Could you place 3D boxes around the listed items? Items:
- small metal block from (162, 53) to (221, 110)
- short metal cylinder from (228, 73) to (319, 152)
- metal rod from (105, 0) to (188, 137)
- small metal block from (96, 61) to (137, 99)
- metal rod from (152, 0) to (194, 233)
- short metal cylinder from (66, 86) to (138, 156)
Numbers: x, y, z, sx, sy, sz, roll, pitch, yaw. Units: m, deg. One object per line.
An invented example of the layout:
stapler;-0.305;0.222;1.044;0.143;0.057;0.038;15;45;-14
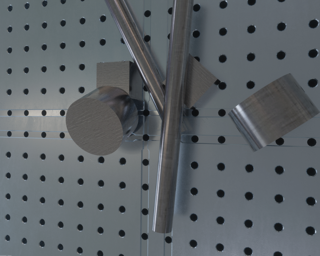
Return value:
small metal block;0.041;-0.059;0.398;0.050;0.025;0.050;46;104;14
short metal cylinder;0.123;-0.016;0.340;0.080;0.080;0.050;-35;79;16
metal rod;-0.038;-0.125;0.426;0.025;0.025;0.299;-28;81;18
small metal block;-0.060;-0.065;0.434;0.050;0.025;0.050;1;90;20
metal rod;0.016;-0.023;0.379;0.025;0.025;0.298;6;91;20
short metal cylinder;-0.076;-0.010;0.411;0.080;0.050;0.079;8;116;16
